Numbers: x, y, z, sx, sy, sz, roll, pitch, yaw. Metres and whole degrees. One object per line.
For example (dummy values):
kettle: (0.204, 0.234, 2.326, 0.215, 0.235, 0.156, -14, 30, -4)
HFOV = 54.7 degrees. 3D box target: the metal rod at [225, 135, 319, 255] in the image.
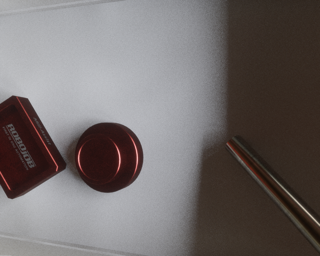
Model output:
metal rod: (0.158, 0.111, 0.284, 0.025, 0.025, 0.300, -48, 48, 13)

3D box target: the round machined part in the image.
round machined part: (-0.076, 0.041, 0.427, 0.098, 0.042, 0.097, 0, 90, 19)

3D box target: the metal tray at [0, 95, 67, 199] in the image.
metal tray: (-0.213, 0.028, 0.466, 0.090, 0.030, 0.130, -32, 86, 6)
